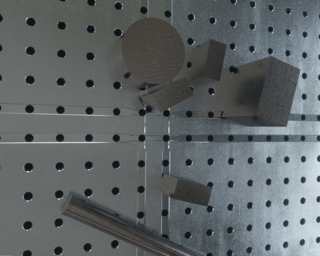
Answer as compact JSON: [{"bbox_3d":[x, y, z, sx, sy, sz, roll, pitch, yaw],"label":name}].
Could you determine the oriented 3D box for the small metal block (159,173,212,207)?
[{"bbox_3d":[0.033,0.082,0.413,0.050,0.050,0.025,17,84,-20],"label":"small metal block"}]

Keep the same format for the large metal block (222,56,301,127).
[{"bbox_3d":[0.140,-0.047,0.437,0.050,0.080,0.080,18,84,-20],"label":"large metal block"}]

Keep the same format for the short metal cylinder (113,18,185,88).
[{"bbox_3d":[-0.015,-0.093,0.395,0.081,0.050,0.079,0,90,-21],"label":"short metal cylinder"}]

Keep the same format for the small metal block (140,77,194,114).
[{"bbox_3d":[0.008,-0.041,0.403,0.050,0.050,0.025,-29,100,-18],"label":"small metal block"}]

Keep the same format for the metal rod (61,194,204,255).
[{"bbox_3d":[0.011,0.165,0.418,0.301,0.025,0.025,31,80,-18],"label":"metal rod"}]

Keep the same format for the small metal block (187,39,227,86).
[{"bbox_3d":[0.063,-0.088,0.424,0.025,0.050,0.050,13,86,-20],"label":"small metal block"}]
